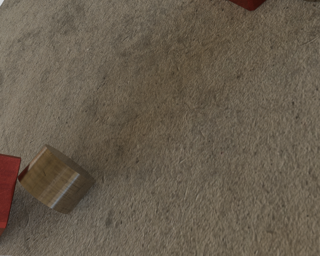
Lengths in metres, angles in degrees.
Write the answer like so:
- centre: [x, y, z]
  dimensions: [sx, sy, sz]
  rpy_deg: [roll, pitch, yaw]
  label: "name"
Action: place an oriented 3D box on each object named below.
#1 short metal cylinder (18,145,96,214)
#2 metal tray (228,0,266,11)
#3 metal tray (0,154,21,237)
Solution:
- centre: [-0.131, 0.065, 0.397]
  dimensions: [0.080, 0.080, 0.050]
  rpy_deg: [32, 79, 38]
  label: "short metal cylinder"
- centre: [0.129, -0.243, 0.481]
  dimensions: [0.090, 0.030, 0.130]
  rpy_deg: [-41, 51, 0]
  label: "metal tray"
- centre: [-0.220, 0.101, 0.410]
  dimensions: [0.129, 0.030, 0.090]
  rpy_deg: [-43, 40, 45]
  label: "metal tray"
